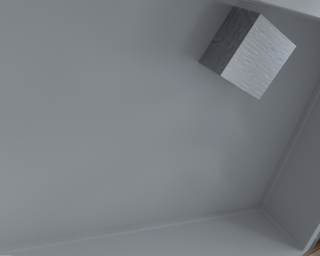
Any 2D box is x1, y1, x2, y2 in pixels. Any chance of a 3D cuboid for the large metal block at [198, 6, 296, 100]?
[{"bbox_3d":[0.111,-0.094,0.395,0.080,0.050,0.080,22,107,-36],"label":"large metal block"}]
